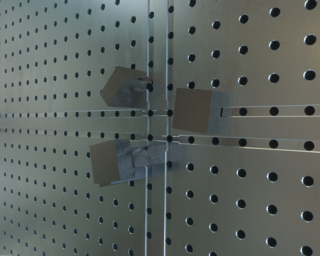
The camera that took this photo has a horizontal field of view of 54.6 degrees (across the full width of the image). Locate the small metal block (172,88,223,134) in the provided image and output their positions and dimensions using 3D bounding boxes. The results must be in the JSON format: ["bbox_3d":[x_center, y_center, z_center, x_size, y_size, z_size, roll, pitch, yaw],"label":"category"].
[{"bbox_3d":[0.045,-0.021,0.373,0.050,0.025,0.050,11,97,39],"label":"small metal block"}]

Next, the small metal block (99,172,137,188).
[{"bbox_3d":[-0.064,0.055,0.447,0.025,0.050,0.050,-22,76,38],"label":"small metal block"}]

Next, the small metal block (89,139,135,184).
[{"bbox_3d":[-0.062,0.043,0.396,0.050,0.025,0.050,-15,81,39],"label":"small metal block"}]

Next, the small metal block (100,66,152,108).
[{"bbox_3d":[-0.047,-0.056,0.433,0.050,0.050,0.025,-52,60,27],"label":"small metal block"}]

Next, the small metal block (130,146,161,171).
[{"bbox_3d":[-0.036,0.044,0.424,0.050,0.050,0.025,-21,77,38],"label":"small metal block"}]
